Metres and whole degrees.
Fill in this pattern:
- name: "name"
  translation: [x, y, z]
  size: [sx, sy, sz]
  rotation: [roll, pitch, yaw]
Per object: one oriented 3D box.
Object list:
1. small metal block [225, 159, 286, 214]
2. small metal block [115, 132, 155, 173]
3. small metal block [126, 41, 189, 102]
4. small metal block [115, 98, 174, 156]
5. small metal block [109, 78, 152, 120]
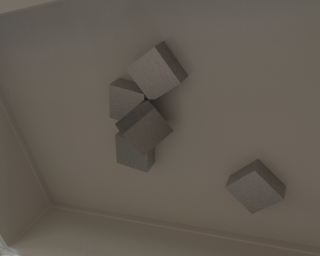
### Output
- name: "small metal block"
  translation: [0.120, 0.075, 0.391]
  size: [0.050, 0.025, 0.050]
  rotation: [45, 129, -3]
- name: "small metal block"
  translation: [-0.035, 0.031, 0.446]
  size: [0.050, 0.025, 0.050]
  rotation: [15, 125, 20]
- name: "small metal block"
  translation: [-0.003, -0.066, 0.369]
  size: [0.050, 0.025, 0.050]
  rotation: [-29, 103, 37]
- name: "small metal block"
  translation: [-0.019, -0.001, 0.389]
  size: [0.050, 0.025, 0.050]
  rotation: [-40, 133, 0]
- name: "small metal block"
  translation: [-0.038, -0.033, 0.408]
  size: [0.050, 0.025, 0.050]
  rotation: [17, 125, 18]
